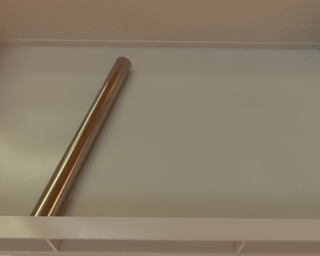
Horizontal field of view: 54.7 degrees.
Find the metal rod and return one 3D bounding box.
[{"bbox_3d":[-0.095,0.009,0.396,0.025,0.025,0.300,11,51,9],"label":"metal rod"}]
